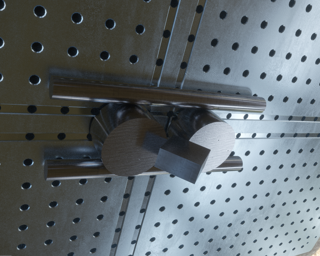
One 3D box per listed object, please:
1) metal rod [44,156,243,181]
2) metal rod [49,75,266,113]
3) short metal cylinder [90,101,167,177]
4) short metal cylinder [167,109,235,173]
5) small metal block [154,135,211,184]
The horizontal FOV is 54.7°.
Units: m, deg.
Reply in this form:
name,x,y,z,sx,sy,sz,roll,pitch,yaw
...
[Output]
name,x,y,z,sx,sy,sz,roll,pitch,yaw
metal rod,-0.003,0.054,0.439,0.303,0.025,0.025,2,118,-30
metal rod,0.019,-0.038,0.394,0.303,0.025,0.025,2,118,-29
short metal cylinder,-0.039,0.012,0.377,0.081,0.050,0.079,-14,124,-21
short metal cylinder,0.057,0.015,0.431,0.081,0.050,0.079,-14,124,-21
small metal block,0.028,0.036,0.368,0.050,0.050,0.025,-40,149,-64
